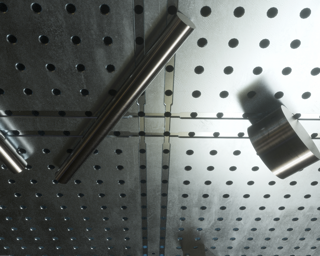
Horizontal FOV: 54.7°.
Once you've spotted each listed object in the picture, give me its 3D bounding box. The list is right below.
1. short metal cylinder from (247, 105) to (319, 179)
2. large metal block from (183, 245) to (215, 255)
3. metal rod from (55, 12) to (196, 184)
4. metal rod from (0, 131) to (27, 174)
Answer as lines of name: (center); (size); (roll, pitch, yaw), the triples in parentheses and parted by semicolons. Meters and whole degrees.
short metal cylinder: (0.157, 0.018, 0.393); (0.080, 0.080, 0.050); (36, 121, -27)
large metal block: (0.091, 0.301, 0.633); (0.050, 0.080, 0.080); (-26, 126, 20)
metal rod: (-0.061, -0.018, 0.395); (0.025, 0.025, 0.299); (29, 124, -23)
metal rod: (-0.252, -0.050, 0.364); (0.025, 0.025, 0.299); (-14, 129, 11)
